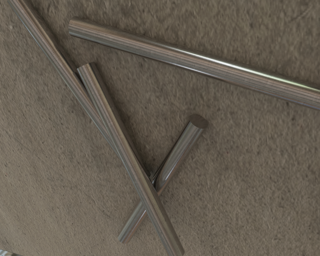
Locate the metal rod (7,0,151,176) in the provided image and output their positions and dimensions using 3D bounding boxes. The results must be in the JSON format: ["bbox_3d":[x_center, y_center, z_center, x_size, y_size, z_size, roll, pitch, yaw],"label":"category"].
[{"bbox_3d":[-0.105,-0.046,0.431,0.025,0.025,0.299,-24,106,36],"label":"metal rod"}]

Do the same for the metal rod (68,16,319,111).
[{"bbox_3d":[0.031,-0.076,0.342,0.301,0.025,0.025,20,126,15],"label":"metal rod"}]

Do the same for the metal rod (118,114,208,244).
[{"bbox_3d":[-0.009,0.095,0.468,0.025,0.025,0.298,33,129,6],"label":"metal rod"}]

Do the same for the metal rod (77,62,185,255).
[{"bbox_3d":[-0.036,0.052,0.431,0.025,0.025,0.299,-18,102,35],"label":"metal rod"}]
